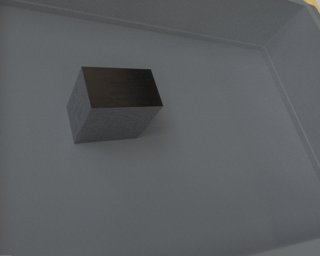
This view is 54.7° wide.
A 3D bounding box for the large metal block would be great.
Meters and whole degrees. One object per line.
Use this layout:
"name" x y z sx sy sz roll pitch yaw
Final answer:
"large metal block" -0.055 -0.025 0.357 0.081 0.080 0.050 -4 64 -30
